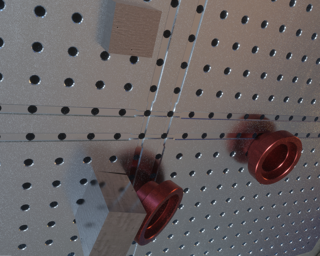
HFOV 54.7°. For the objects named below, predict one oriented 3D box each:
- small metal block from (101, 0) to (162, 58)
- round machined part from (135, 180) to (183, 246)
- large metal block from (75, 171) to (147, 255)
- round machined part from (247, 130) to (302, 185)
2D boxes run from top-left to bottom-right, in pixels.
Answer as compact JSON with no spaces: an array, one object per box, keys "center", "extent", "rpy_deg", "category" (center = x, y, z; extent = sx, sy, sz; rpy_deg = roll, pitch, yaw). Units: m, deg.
[{"center":[-0.031,-0.105,0.329],"extent":[0.050,0.025,0.050],"rpy_deg":[0,119,-28],"category":"small metal block"},{"center":[-0.013,0.116,0.448],"extent":[0.098,0.042,0.097],"rpy_deg":[-42,151,-30],"category":"round machined part"},{"center":[-0.068,0.115,0.408],"extent":[0.050,0.080,0.080],"rpy_deg":[14,111,-32],"category":"large metal block"},{"center":[0.191,0.046,0.532],"extent":[0.099,0.042,0.097],"rpy_deg":[-14,124,-21],"category":"round machined part"}]
